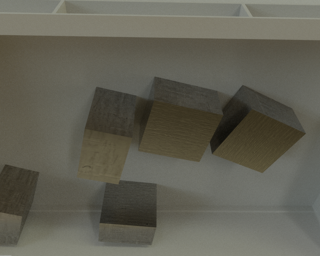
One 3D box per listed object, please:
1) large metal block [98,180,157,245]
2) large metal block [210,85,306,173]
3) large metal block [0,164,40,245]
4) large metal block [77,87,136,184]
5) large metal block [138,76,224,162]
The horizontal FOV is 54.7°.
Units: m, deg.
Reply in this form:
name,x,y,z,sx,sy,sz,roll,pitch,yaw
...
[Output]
name,x,y,z,sx,sy,sz,roll,pitch,yaw
large metal block,-0.049,0.130,0.483,0.081,0.080,0.050,7,130,-6
large metal block,0.120,0.004,0.398,0.080,0.050,0.080,21,127,-18
large metal block,-0.225,0.116,0.468,0.050,0.080,0.079,17,128,-14
large metal block,-0.065,0.009,0.380,0.050,0.080,0.079,12,129,-10
large metal block,0.022,-0.009,0.385,0.081,0.050,0.079,11,129,-10
